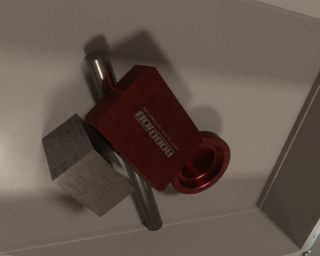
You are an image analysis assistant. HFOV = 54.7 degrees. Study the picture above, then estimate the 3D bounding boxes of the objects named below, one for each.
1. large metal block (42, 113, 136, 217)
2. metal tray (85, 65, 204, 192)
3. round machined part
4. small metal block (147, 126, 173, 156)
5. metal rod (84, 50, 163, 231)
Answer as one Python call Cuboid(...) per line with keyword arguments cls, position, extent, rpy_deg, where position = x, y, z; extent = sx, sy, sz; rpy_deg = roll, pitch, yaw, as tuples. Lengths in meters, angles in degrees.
Cuboid(cls="large metal block", position=(-0.082, 0.042, 0.355), extent=(0.050, 0.080, 0.080), rpy_deg=(-38, 130, -3))
Cuboid(cls="metal tray", position=(-0.011, 0.003, 0.362), extent=(0.090, 0.030, 0.130), rpy_deg=(-49, 126, -15))
Cuboid(cls="round machined part", position=(0.051, 0.046, 0.456), extent=(0.099, 0.042, 0.097), rpy_deg=(-14, 125, -21))
Cuboid(cls="small metal block", position=(-0.005, 0.019, 0.402), extent=(0.050, 0.025, 0.050), rpy_deg=(-9, 121, -61))
Cuboid(cls="metal rod", position=(-0.038, 0.040, 0.414), extent=(0.025, 0.025, 0.298), rpy_deg=(-25, 128, -14))
